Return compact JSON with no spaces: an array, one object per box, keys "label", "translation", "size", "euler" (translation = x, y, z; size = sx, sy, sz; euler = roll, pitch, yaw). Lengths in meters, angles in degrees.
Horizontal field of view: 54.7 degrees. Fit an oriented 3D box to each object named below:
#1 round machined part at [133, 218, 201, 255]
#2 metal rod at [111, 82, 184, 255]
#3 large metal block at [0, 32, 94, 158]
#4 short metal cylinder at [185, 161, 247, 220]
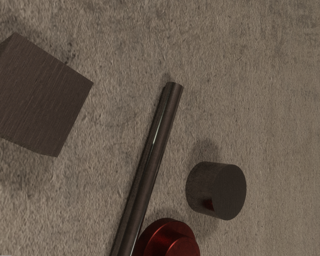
[{"label":"round machined part","translation":[0.016,0.173,0.409],"size":[0.099,0.042,0.097],"euler":[0,90,-40]},{"label":"metal rod","translation":[-0.023,0.081,0.387],"size":[0.025,0.025,0.299],"euler":[28,72,-37]},{"label":"large metal block","translation":[-0.122,-0.027,0.287],"size":[0.080,0.050,0.080],"euler":[33,69,-35]},{"label":"short metal cylinder","translation":[0.084,0.092,0.462],"size":[0.081,0.050,0.079],"euler":[0,90,-40]}]
